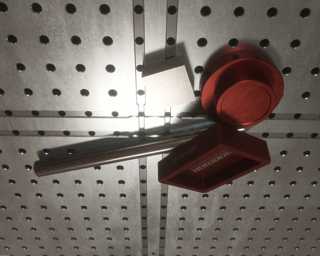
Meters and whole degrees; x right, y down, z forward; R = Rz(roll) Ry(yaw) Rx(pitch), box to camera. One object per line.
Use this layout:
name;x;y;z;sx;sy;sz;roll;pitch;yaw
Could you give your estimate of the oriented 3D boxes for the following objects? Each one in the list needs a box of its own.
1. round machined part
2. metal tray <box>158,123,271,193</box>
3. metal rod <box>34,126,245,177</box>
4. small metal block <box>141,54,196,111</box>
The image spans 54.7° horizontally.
round machined part;0.098;-0.039;0.369;0.099;0.042;0.097;-1;130;0
metal tray;0.068;0.047;0.419;0.091;0.030;0.129;19;142;-29
metal rod;-0.034;0.031;0.437;0.301;0.025;0.025;-11;129;9
small metal block;0.011;-0.053;0.367;0.050;0.025;0.050;-15;129;12
